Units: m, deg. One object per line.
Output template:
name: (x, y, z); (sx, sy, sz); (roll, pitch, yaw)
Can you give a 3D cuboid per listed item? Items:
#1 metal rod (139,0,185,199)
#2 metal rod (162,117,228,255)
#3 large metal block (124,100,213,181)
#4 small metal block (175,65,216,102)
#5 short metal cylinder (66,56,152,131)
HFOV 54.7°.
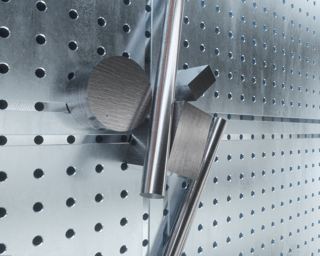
metal rod: (0.008, -0.068, 0.368); (0.025, 0.025, 0.299); (27, 58, -37)
metal rod: (0.039, 0.120, 0.441); (0.025, 0.025, 0.300); (36, 68, -34)
large metal block: (0.009, 0.015, 0.381); (0.050, 0.080, 0.080); (25, 74, -38)
small metal block: (0.040, -0.060, 0.426); (0.050, 0.050, 0.025); (-45, 117, -31)
short metal cylinder: (-0.056, -0.036, 0.346); (0.081, 0.050, 0.079); (0, 90, -40)
